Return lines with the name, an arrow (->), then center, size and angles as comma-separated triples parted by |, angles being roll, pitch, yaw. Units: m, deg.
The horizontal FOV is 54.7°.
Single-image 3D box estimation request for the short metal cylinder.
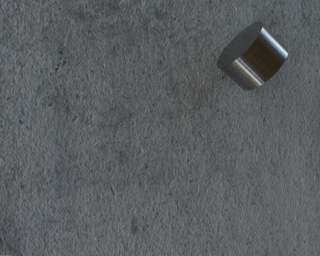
short metal cylinder -> 0.126, -0.098, 0.426 | 0.050, 0.080, 0.080 | 38, 78, -16
